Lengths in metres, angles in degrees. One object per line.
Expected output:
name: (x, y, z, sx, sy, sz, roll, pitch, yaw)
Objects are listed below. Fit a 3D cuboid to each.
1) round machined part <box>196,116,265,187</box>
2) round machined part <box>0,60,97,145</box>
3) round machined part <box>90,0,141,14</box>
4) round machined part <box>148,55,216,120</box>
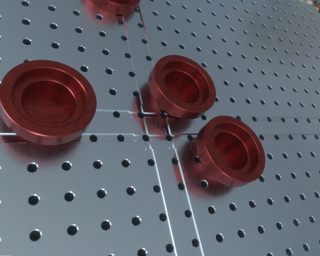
round machined part: (0.092, 0.035, 0.428, 0.099, 0.042, 0.098, 14, 56, -21)
round machined part: (-0.125, -0.025, 0.346, 0.099, 0.042, 0.098, 14, 56, -21)
round machined part: (-0.073, -0.236, 0.503, 0.099, 0.042, 0.098, 14, 56, -21)
round machined part: (0.028, -0.054, 0.447, 0.099, 0.042, 0.098, 14, 56, -21)
